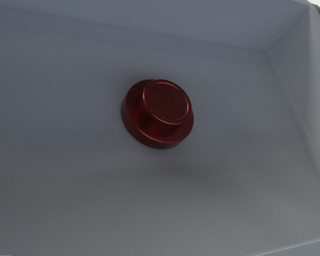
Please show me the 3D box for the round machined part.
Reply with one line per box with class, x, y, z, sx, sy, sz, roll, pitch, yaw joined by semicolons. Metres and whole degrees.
round machined part;0.002;-0.025;0.407;0.099;0.042;0.098;13;56;-21
